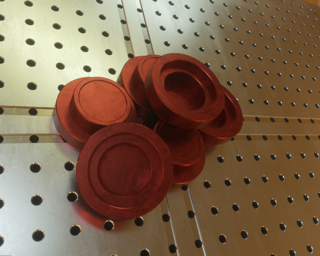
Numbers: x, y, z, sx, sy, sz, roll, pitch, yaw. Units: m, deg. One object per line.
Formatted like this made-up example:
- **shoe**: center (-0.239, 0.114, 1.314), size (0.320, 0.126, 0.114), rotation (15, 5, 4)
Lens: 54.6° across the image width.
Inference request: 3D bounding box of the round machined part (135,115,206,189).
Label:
- **round machined part**: center (0.016, 0.023, 0.390), size (0.099, 0.042, 0.098), rotation (13, 56, -21)

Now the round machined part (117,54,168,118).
- **round machined part**: center (-0.007, -0.063, 0.432), size (0.099, 0.042, 0.098), rotation (13, 56, -21)

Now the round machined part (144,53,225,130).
- **round machined part**: center (0.026, -0.040, 0.380), size (0.099, 0.042, 0.098), rotation (13, 56, -21)

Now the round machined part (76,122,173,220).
- **round machined part**: center (-0.039, 0.044, 0.332), size (0.099, 0.042, 0.098), rotation (1, 84, -14)

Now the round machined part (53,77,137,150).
- **round machined part**: center (-0.073, -0.022, 0.371), size (0.099, 0.042, 0.098), rotation (13, 56, -21)

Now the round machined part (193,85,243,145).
- **round machined part**: center (0.065, -0.019, 0.443), size (0.099, 0.042, 0.098), rotation (13, 56, -21)
